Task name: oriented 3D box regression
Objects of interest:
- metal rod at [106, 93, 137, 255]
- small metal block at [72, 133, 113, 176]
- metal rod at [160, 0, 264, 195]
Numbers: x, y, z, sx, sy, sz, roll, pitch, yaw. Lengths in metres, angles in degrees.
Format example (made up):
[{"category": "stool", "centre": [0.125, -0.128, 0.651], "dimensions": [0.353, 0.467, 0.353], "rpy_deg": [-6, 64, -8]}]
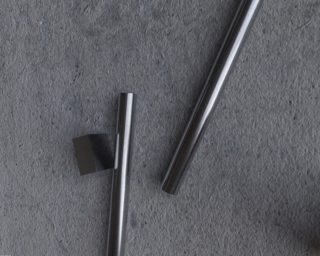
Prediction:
[{"category": "metal rod", "centre": [-0.056, 0.102, 0.427], "dimensions": [0.025, 0.025, 0.298], "rpy_deg": [5, 92, 19]}, {"category": "small metal block", "centre": [-0.090, 0.035, 0.426], "dimensions": [0.025, 0.050, 0.050], "rpy_deg": [-16, 85, 19]}, {"category": "metal rod", "centre": [0.069, -0.055, 0.384], "dimensions": [0.025, 0.025, 0.298], "rpy_deg": [25, 98, 18]}]
